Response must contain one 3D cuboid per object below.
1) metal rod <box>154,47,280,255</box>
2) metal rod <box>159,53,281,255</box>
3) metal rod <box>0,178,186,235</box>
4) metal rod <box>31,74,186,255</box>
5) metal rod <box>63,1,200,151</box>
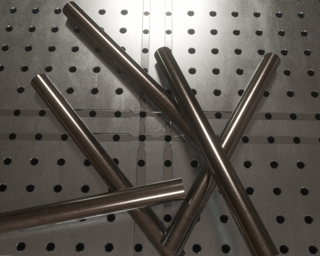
[{"bbox_3d":[0.053,0.008,0.373,0.025,0.025,0.299,-18,58,-7],"label":"metal rod"},{"bbox_3d":[0.087,0.016,0.393,0.025,0.025,0.300,29,67,10],"label":"metal rod"},{"bbox_3d":[-0.121,0.098,0.356,0.302,0.025,0.025,-11,71,2],"label":"metal rod"},{"bbox_3d":[-0.074,0.043,0.395,0.025,0.025,0.300,-37,75,-13],"label":"metal rod"},{"bbox_3d":[-0.038,-0.080,0.440,0.025,0.025,0.300,-41,75,-14],"label":"metal rod"}]
